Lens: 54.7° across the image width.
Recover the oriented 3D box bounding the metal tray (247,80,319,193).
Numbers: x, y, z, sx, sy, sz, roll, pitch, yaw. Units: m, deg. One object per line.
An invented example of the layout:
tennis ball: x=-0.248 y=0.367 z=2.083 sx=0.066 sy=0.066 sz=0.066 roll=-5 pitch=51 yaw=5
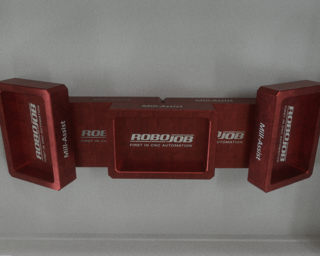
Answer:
metal tray: x=0.160 y=0.009 z=0.391 sx=0.091 sy=0.030 sz=0.129 roll=-11 pitch=113 yaw=-27

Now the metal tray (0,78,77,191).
metal tray: x=-0.155 y=0.007 z=0.389 sx=0.090 sy=0.030 sz=0.129 roll=10 pitch=112 yaw=23

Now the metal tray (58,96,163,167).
metal tray: x=-0.062 y=0.006 z=0.409 sx=0.131 sy=0.030 sz=0.089 roll=0 pitch=110 yaw=0

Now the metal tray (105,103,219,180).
metal tray: x=0.002 y=0.016 z=0.381 sx=0.131 sy=0.030 sz=0.089 roll=1 pitch=110 yaw=0

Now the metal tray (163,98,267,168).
metal tray: x=0.069 y=0.007 z=0.411 sx=0.131 sy=0.030 sz=0.089 roll=0 pitch=110 yaw=0
